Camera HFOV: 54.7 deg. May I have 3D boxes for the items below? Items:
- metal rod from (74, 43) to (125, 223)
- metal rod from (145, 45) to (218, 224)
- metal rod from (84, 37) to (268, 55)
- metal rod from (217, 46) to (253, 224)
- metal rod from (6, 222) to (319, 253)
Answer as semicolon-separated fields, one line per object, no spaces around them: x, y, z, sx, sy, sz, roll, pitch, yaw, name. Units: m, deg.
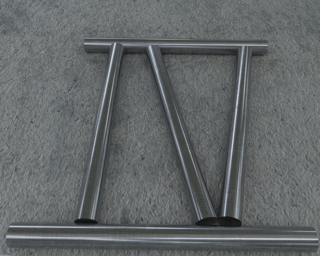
-0.073;-0.016;0.416;0.025;0.025;0.300;1;50;0;metal rod
0.018;-0.014;0.416;0.025;0.025;0.300;-9;51;-8;metal rod
0.026;-0.138;0.521;0.302;0.025;0.025;1;50;0;metal rod
0.106;-0.014;0.416;0.025;0.025;0.300;10;51;8;metal rod
0.002;0.110;0.311;0.302;0.025;0.025;1;50;0;metal rod
